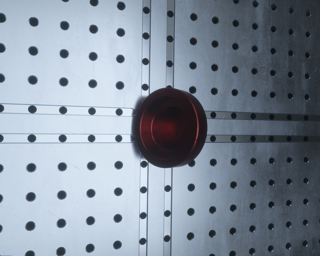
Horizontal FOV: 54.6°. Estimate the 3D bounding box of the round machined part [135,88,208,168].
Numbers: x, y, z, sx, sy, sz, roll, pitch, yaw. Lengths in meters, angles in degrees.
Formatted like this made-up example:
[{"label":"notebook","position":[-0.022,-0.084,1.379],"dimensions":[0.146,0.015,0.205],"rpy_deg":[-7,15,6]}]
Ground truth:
[{"label":"round machined part","position":[0.018,0.001,0.390],"dimensions":[0.042,0.098,0.097],"rpy_deg":[4,88,-51]}]
